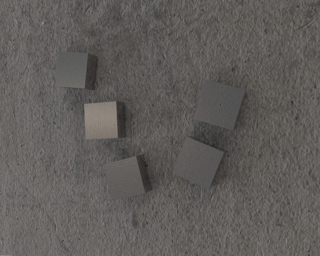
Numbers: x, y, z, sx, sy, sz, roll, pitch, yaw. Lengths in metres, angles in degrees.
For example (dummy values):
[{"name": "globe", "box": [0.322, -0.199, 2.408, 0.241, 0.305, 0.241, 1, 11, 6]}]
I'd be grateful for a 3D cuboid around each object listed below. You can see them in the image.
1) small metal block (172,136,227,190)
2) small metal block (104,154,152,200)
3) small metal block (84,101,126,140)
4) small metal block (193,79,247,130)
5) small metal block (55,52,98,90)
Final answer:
[{"name": "small metal block", "box": [0.050, 0.043, 0.391, 0.050, 0.025, 0.050, 23, 98, 18]}, {"name": "small metal block", "box": [-0.044, 0.067, 0.424, 0.050, 0.025, 0.050, -16, 85, 19]}, {"name": "small metal block", "box": [-0.077, -0.010, 0.436, 0.050, 0.025, 0.050, -3, 89, 20]}, {"name": "small metal block", "box": [0.074, -0.028, 0.383, 0.050, 0.025, 0.050, 18, 96, 19]}, {"name": "small metal block", "box": [-0.122, -0.083, 0.452, 0.050, 0.025, 0.050, 7, 92, 19]}]
